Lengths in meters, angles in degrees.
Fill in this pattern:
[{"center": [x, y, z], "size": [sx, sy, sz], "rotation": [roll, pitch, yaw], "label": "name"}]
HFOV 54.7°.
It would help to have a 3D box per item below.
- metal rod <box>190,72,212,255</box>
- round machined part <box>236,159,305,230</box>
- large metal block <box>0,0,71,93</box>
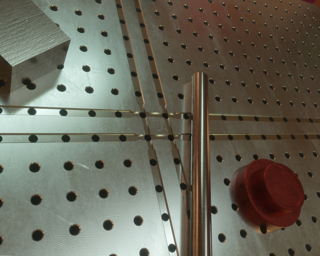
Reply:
[{"center": [0.053, 0.045, 0.409], "size": [0.025, 0.025, 0.300], "rotation": [17, 55, -19], "label": "metal rod"}, {"center": [0.158, 0.087, 0.429], "size": [0.099, 0.042, 0.098], "rotation": [14, 56, -21], "label": "round machined part"}, {"center": [-0.167, -0.101, 0.363], "size": [0.080, 0.050, 0.080], "rotation": [45, 51, 2], "label": "large metal block"}]
